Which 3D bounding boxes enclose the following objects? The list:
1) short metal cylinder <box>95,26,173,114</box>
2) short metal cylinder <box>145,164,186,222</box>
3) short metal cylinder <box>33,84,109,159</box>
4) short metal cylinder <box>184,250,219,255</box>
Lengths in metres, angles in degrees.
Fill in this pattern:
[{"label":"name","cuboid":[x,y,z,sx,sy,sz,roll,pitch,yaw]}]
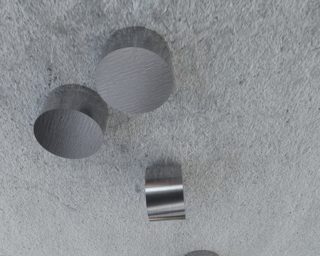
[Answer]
[{"label":"short metal cylinder","cuboid":[-0.026,-0.062,0.337,0.081,0.050,0.079,0,130,0]},{"label":"short metal cylinder","cuboid":[0.009,0.093,0.451,0.050,0.080,0.080,-5,130,4]},{"label":"short metal cylinder","cuboid":[-0.107,-0.007,0.383,0.081,0.050,0.079,0,130,0]},{"label":"short metal cylinder","cuboid":[0.088,0.298,0.645,0.081,0.050,0.079,0,130,0]}]
